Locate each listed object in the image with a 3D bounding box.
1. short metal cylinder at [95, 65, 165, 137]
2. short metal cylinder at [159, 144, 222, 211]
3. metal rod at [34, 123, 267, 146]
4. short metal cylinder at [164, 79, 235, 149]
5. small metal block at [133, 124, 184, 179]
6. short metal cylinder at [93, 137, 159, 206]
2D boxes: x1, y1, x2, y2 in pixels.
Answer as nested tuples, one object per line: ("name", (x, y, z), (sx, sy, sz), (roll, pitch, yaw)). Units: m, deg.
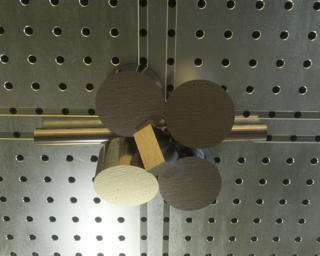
("short metal cylinder", (-0.035, -0.035, 0.383), (0.081, 0.050, 0.079), (0, 110, 0))
("short metal cylinder", (0.039, 0.064, 0.420), (0.081, 0.050, 0.079), (0, 110, 0))
("metal rod", (-0.012, 0.009, 0.412), (0.302, 0.025, 0.025), (-1, 110, 0))
("short metal cylinder", (0.045, -0.015, 0.377), (0.081, 0.050, 0.080), (0, 87, 0))
("small metal block", (-0.001, 0.029, 0.369), (0.025, 0.050, 0.050), (-32, 149, 17))
("short metal cylinder", (-0.042, 0.057, 0.404), (0.081, 0.050, 0.079), (-1, 130, -1))
